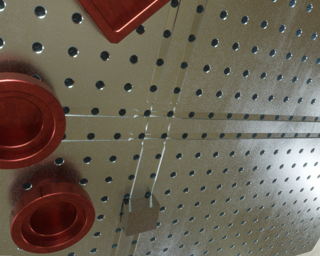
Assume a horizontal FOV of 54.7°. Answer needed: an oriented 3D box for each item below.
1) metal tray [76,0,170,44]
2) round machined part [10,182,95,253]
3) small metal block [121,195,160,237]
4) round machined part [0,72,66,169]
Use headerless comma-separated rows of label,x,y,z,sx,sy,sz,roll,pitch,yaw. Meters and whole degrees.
metal tray,-0.025,-0.157,0.296,0.130,0.030,0.090,-40,130,-1
round machined part,-0.136,0.107,0.392,0.099,0.042,0.097,-14,124,-21
small metal block,-0.031,0.135,0.478,0.050,0.025,0.050,-6,121,-26
round machined part,-0.149,-0.010,0.312,0.099,0.042,0.097,-14,124,-21
